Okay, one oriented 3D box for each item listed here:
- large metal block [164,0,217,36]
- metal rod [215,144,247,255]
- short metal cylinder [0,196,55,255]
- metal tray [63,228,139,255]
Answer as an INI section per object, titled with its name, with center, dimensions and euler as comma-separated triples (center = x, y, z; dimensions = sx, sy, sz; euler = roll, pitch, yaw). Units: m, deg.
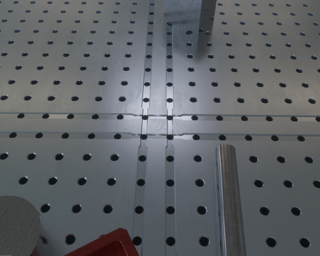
[large metal block]
center = 0.054, -0.227, 0.563
dimensions = 0.080, 0.080, 0.050
euler = 32, 57, 24
[metal rod]
center = 0.070, 0.142, 0.288
dimensions = 0.025, 0.025, 0.300
euler = 3, 50, 3
[short metal cylinder]
center = -0.148, 0.112, 0.296
dimensions = 0.081, 0.050, 0.080
euler = 0, 50, 0
[metal tray]
center = -0.044, 0.165, 0.265
dimensions = 0.091, 0.030, 0.130
euler = -22, 54, -18
